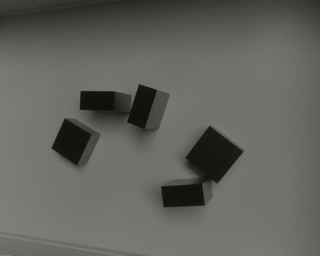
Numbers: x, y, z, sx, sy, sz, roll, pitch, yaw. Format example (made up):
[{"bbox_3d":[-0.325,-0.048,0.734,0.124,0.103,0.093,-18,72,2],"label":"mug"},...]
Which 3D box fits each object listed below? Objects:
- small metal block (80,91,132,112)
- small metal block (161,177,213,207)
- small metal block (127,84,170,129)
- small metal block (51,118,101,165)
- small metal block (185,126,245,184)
[{"bbox_3d":[-0.073,-0.035,0.423,0.050,0.050,0.025,3,91,20],"label":"small metal block"},{"bbox_3d":[0.035,0.079,0.385,0.050,0.050,0.025,-8,88,20],"label":"small metal block"},{"bbox_3d":[-0.014,-0.027,0.402,0.025,0.050,0.050,20,97,19],"label":"small metal block"},{"bbox_3d":[-0.123,0.019,0.454,0.050,0.025,0.050,29,100,17],"label":"small metal block"},{"bbox_3d":[0.069,0.032,0.386,0.050,0.025,0.050,39,102,15],"label":"small metal block"}]
